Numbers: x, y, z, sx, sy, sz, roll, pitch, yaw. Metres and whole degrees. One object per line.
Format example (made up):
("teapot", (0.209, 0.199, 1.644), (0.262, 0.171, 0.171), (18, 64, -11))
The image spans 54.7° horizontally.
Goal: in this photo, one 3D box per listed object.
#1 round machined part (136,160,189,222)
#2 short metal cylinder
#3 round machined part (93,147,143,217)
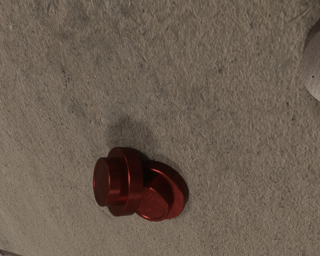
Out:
("round machined part", (-0.010, 0.100, 0.462), (0.098, 0.042, 0.097), (13, 124, 20))
("short metal cylinder", (0.166, -0.062, 0.265), (0.080, 0.050, 0.079), (13, 124, 20))
("round machined part", (-0.065, 0.075, 0.439), (0.098, 0.042, 0.097), (-11, 78, 59))
